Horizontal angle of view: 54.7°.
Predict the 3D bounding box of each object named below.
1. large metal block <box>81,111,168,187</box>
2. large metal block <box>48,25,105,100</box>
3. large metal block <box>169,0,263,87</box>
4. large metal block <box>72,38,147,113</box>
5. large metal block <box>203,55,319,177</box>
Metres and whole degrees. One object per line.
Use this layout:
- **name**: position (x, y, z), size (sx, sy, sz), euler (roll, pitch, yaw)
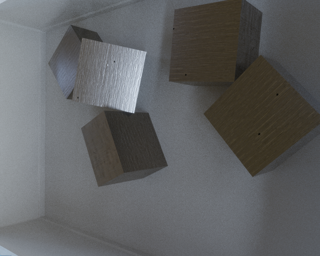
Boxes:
- **large metal block**: position (-0.046, 0.025, 0.407), size (0.050, 0.081, 0.080), euler (-32, 71, 35)
- **large metal block**: position (-0.123, -0.100, 0.489), size (0.080, 0.050, 0.080), euler (-47, 62, 29)
- **large metal block**: position (0.060, -0.088, 0.340), size (0.080, 0.050, 0.079), euler (7, 95, 39)
- **large metal block**: position (-0.066, -0.070, 0.416), size (0.081, 0.050, 0.079), euler (11, 100, -6)
- **large metal block**: position (0.105, -0.011, 0.303), size (0.080, 0.050, 0.080), euler (-48, 62, 29)
